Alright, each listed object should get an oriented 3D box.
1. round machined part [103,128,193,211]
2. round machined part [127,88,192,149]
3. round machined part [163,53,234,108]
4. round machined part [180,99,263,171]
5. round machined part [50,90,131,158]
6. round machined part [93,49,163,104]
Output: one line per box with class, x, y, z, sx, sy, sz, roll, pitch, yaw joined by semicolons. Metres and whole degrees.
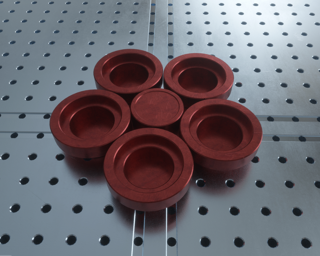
round machined part;-0.013;0.050;0.354;0.099;0.042;0.098;0;50;0
round machined part;-0.004;-0.015;0.409;0.099;0.042;0.098;0;50;0
round machined part;0.054;-0.062;0.449;0.099;0.042;0.098;0;50;0
round machined part;0.073;0.012;0.387;0.099;0.042;0.098;0;50;0
round machined part;-0.085;-0.001;0.397;0.099;0.042;0.098;0;50;0
round machined part;-0.045;-0.070;0.455;0.099;0.042;0.098;0;50;0
